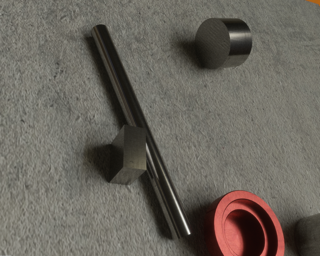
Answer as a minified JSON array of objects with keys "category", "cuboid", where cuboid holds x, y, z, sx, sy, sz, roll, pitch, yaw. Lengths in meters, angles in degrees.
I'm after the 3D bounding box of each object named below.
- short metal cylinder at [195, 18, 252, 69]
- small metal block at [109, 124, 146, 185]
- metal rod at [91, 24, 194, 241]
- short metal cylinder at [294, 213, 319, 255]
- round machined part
[{"category":"short metal cylinder","cuboid":[0.103,-0.139,0.508,0.050,0.080,0.080,-13,69,-34]},{"category":"small metal block","cuboid":[-0.037,0.031,0.349,0.025,0.050,0.050,11,57,-22]},{"category":"metal rod","cuboid":[-0.030,-0.009,0.392,0.025,0.025,0.299,-11,67,-33]},{"category":"short metal cylinder","cuboid":[0.231,0.155,0.418,0.081,0.050,0.080,14,56,-21]},{"category":"round machined part","cuboid":[0.093,0.127,0.366,0.099,0.042,0.098,14,56,-21]}]
